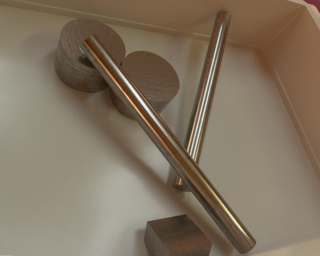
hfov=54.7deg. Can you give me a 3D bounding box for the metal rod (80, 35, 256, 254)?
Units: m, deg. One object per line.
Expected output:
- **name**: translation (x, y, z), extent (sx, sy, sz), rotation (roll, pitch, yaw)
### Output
- **metal rod**: translation (0.010, 0.020, 0.357), extent (0.300, 0.025, 0.025), rotation (52, 51, -2)

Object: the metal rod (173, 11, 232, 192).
- **metal rod**: translation (0.067, -0.055, 0.444), extent (0.025, 0.025, 0.300), rotation (24, 63, -14)

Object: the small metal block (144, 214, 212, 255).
- **small metal block**: translation (0.018, 0.120, 0.326), extent (0.050, 0.025, 0.050), rotation (-1, 21, -29)

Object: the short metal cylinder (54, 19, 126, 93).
- **short metal cylinder**: translation (-0.091, -0.092, 0.398), extent (0.081, 0.050, 0.080), rotation (14, 56, -21)

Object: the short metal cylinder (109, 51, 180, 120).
- **short metal cylinder**: translation (-0.021, -0.055, 0.413), extent (0.081, 0.050, 0.080), rotation (14, 56, -21)
